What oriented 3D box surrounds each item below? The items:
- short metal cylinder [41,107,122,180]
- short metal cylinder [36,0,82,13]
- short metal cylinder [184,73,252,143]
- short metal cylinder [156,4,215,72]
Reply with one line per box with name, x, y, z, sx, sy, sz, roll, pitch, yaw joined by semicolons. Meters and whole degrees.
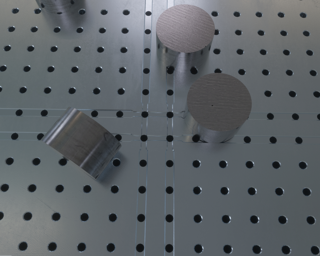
short metal cylinder;-0.094;0.019;0.375;0.080;0.080;0.050;32;73;11
short metal cylinder;-0.163;-0.228;0.480;0.081;0.050;0.080;0;70;0
short metal cylinder;0.074;-0.025;0.408;0.081;0.050;0.080;0;70;0
short metal cylinder;0.035;-0.128;0.445;0.081;0.050;0.080;0;70;0
